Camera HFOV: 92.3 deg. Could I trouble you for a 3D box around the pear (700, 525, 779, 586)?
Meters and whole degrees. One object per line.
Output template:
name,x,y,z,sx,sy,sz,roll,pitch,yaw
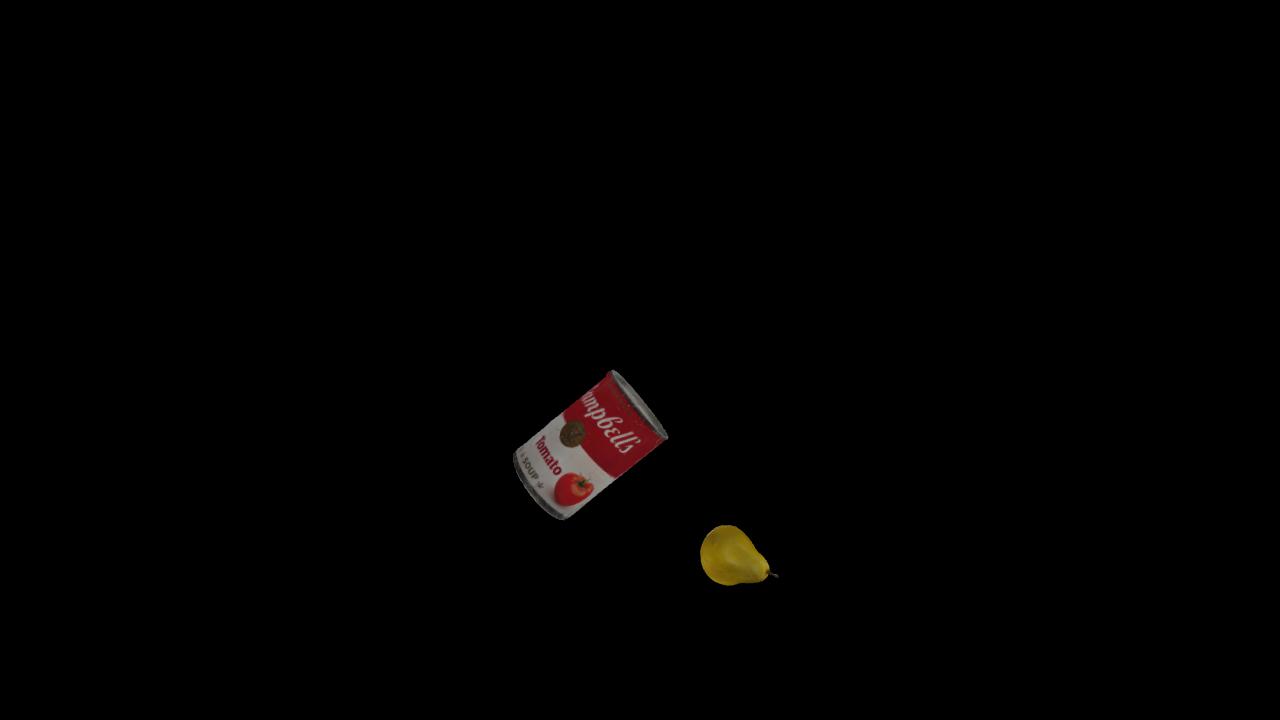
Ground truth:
pear,0.138,0.270,0.821,0.111,0.080,0.080,20,11,34

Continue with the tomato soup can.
tomato soup can,-0.038,0.065,0.468,0.101,0.068,0.068,-39,-3,4
